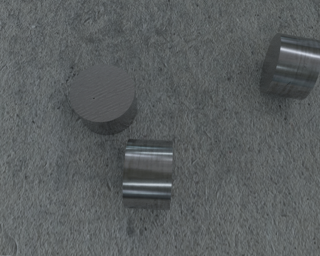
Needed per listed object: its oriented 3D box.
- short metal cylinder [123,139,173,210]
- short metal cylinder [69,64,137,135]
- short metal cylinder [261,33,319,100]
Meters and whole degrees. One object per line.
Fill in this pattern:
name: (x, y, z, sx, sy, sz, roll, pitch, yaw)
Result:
short metal cylinder: (-0.012, 0.053, 0.359, 0.050, 0.080, 0.080, 3, 70, 1)
short metal cylinder: (-0.072, -0.036, 0.407, 0.081, 0.050, 0.080, 0, 70, 0)
short metal cylinder: (0.170, -0.081, 0.409, 0.050, 0.080, 0.080, 12, 71, 4)
